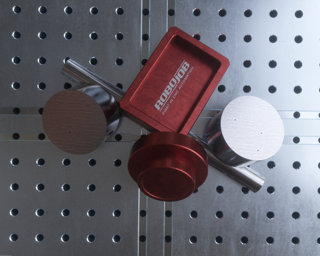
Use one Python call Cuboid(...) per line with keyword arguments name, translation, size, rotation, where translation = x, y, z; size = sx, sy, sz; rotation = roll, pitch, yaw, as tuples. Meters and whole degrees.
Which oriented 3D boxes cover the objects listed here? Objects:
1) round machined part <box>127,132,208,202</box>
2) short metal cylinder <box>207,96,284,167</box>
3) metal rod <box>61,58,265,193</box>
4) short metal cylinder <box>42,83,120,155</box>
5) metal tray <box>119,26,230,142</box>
Cuboid(name="round machined part", translation=(0.009, 0.054, 0.378), size=(0.099, 0.042, 0.097), rotation=(4, 133, 4))
Cuboid(name="short metal cylinder", translation=(0.105, 0.006, 0.390), size=(0.081, 0.050, 0.080), rotation=(3, 73, -10))
Cuboid(name="metal rod", translation=(0.004, -0.003, 0.413), size=(0.301, 0.025, 0.025), rotation=(32, 90, 0))
Cuboid(name="short metal cylinder", translation=(-0.097, -0.013, 0.388), size=(0.080, 0.050, 0.079), rotation=(3, 107, 9))
Cuboid(name="metal tray", translation=(0.019, -0.054, 0.396), size=(0.090, 0.030, 0.130), rotation=(32, 77, 0))
